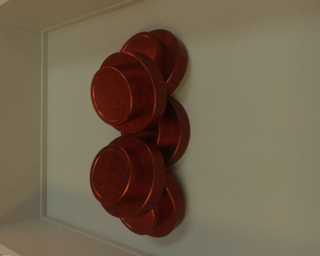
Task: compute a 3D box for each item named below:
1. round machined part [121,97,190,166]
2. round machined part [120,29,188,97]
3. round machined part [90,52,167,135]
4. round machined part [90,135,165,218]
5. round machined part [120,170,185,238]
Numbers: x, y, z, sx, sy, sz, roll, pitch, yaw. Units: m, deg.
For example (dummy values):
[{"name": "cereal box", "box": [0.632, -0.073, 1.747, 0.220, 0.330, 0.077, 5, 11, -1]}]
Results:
[{"name": "round machined part", "box": [-0.013, 0.004, 0.405, 0.098, 0.042, 0.097, -1, 88, 40]}, {"name": "round machined part", "box": [-0.017, -0.082, 0.394, 0.098, 0.042, 0.098, -15, 65, 35]}, {"name": "round machined part", "box": [-0.044, -0.039, 0.363, 0.098, 0.042, 0.097, 12, 110, 37]}, {"name": "round machined part", "box": [-0.045, 0.055, 0.364, 0.098, 0.042, 0.098, -11, 72, 37]}, {"name": "round machined part", "box": [-0.020, 0.095, 0.393, 0.098, 0.042, 0.097, 15, 114, 36]}]
